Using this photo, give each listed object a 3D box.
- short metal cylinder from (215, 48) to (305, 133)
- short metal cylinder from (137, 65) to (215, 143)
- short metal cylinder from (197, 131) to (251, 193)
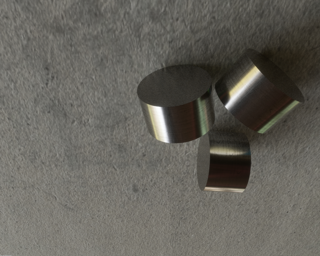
[{"bbox_3d":[0.108,-0.041,0.338,0.080,0.080,0.050,27,125,-22],"label":"short metal cylinder"},{"bbox_3d":[0.019,-0.028,0.347,0.080,0.080,0.050,-8,130,7],"label":"short metal cylinder"},{"bbox_3d":[0.082,0.044,0.410,0.050,0.080,0.079,4,130,-4],"label":"short metal cylinder"}]
